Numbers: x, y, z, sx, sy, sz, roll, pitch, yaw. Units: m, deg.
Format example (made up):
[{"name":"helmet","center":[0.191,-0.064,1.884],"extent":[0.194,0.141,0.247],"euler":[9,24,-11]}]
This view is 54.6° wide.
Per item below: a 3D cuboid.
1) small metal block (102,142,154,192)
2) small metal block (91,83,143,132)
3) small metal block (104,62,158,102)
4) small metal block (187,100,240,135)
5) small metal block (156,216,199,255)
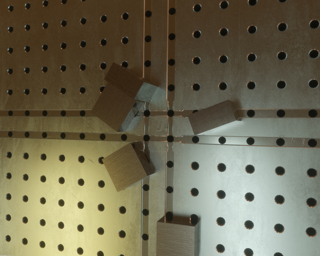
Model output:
[{"name":"small metal block","center":[-0.044,0.053,0.429],"extent":[0.050,0.025,0.050],"euler":[-31,80,17]},{"name":"small metal block","center":[-0.060,-0.029,0.434],"extent":[0.050,0.025,0.050],"euler":[36,101,16]},{"name":"small metal block","center":[-0.037,-0.060,0.413],"extent":[0.050,0.050,0.025],"euler":[34,101,17]},{"name":"small metal block","center":[0.067,-0.012,0.376],"extent":[0.050,0.050,0.025],"euler":[-21,83,19]},{"name":"small metal block","center":[0.023,0.147,0.405],"extent":[0.050,0.025,0.050],"euler":[1,90,20]}]
